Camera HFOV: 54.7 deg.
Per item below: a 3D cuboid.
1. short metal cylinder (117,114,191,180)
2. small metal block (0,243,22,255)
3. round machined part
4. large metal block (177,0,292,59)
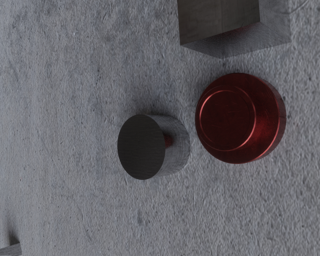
[{"bbox_3d":[-0.008,0.023,0.396,0.080,0.050,0.080,0,90,40],"label":"short metal cylinder"},{"bbox_3d":[-0.334,0.270,0.665,0.050,0.050,0.025,-26,74,37],"label":"small metal block"},{"bbox_3d":[0.078,-0.010,0.330,0.098,0.042,0.097,0,90,40],"label":"round machined part"},{"bbox_3d":[0.075,-0.108,0.308,0.080,0.081,0.050,-6,87,40],"label":"large metal block"}]
